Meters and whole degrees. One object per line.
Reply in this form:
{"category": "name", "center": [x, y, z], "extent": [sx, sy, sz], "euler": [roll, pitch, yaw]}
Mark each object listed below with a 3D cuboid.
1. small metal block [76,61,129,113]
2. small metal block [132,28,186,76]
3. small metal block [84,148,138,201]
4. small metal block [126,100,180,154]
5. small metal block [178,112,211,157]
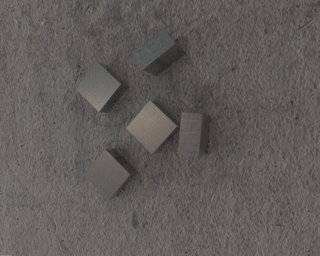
{"category": "small metal block", "center": [-0.081, -0.057, 0.438], "extent": [0.050, 0.025, 0.050], "euler": [44, 103, 14]}
{"category": "small metal block", "center": [0.000, -0.095, 0.396], "extent": [0.050, 0.050, 0.025], "euler": [-36, 79, 16]}
{"category": "small metal block", "center": [-0.068, 0.064, 0.433], "extent": [0.050, 0.025, 0.050], "euler": [43, 103, 15]}
{"category": "small metal block", "center": [-0.007, -0.001, 0.412], "extent": [0.050, 0.025, 0.050], "euler": [45, 104, 14]}
{"category": "small metal block", "center": [0.043, 0.007, 0.380], "extent": [0.025, 0.050, 0.050], "euler": [6, 92, 20]}
